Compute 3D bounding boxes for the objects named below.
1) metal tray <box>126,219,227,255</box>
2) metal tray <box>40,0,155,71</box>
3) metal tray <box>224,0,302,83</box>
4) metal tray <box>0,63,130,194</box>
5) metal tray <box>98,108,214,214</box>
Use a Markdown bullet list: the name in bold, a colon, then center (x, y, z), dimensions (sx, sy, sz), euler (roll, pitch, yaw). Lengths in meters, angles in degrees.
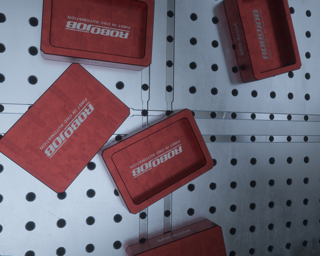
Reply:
- **metal tray**: center (0.027, 0.189, 0.420), dimensions (0.131, 0.030, 0.090), euler (-12, 94, -20)
- **metal tray**: center (-0.075, -0.124, 0.381), dimensions (0.131, 0.030, 0.090), euler (3, 89, -20)
- **metal tray**: center (0.156, -0.141, 0.466), dimensions (0.091, 0.030, 0.129), euler (-17, 96, -19)
- **metal tray**: center (-0.111, -0.001, 0.369), dimensions (0.090, 0.030, 0.130), euler (42, 77, -15)
- **metal tray**: center (-0.003, 0.040, 0.408), dimensions (0.131, 0.030, 0.090), euler (-27, 99, -18)
